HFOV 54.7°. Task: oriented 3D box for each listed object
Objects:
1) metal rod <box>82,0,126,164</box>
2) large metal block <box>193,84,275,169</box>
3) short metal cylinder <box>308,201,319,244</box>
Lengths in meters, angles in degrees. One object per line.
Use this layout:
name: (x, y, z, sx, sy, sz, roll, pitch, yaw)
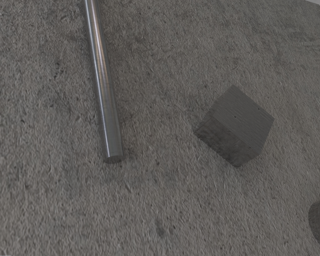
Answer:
metal rod: (-0.082, -0.096, 0.417, 0.025, 0.025, 0.299, 1, 61, -28)
large metal block: (0.108, -0.003, 0.448, 0.080, 0.050, 0.080, 39, 51, -2)
short metal cylinder: (0.265, 0.138, 0.446, 0.081, 0.050, 0.080, 14, 56, -21)
